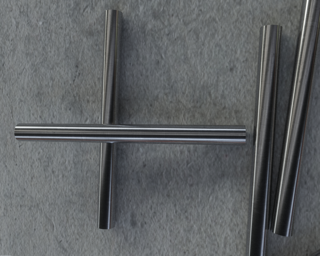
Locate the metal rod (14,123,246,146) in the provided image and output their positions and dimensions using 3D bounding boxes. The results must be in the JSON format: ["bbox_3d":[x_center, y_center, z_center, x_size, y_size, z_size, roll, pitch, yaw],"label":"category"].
[{"bbox_3d":[-0.046,0.007,0.401,0.301,0.025,0.025,1,90,11],"label":"metal rod"}]

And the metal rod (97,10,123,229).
[{"bbox_3d":[-0.070,-0.011,0.432,0.025,0.025,0.298,2,91,19],"label":"metal rod"}]

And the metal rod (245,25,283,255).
[{"bbox_3d":[0.121,0.032,0.365,0.025,0.025,0.298,4,91,19],"label":"metal rod"}]

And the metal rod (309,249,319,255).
[{"bbox_3d":[0.131,0.195,0.362,0.299,0.025,0.025,-42,77,14],"label":"metal rod"}]

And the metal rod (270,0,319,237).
[{"bbox_3d":[0.159,-0.027,0.352,0.025,0.025,0.298,8,93,19],"label":"metal rod"}]
